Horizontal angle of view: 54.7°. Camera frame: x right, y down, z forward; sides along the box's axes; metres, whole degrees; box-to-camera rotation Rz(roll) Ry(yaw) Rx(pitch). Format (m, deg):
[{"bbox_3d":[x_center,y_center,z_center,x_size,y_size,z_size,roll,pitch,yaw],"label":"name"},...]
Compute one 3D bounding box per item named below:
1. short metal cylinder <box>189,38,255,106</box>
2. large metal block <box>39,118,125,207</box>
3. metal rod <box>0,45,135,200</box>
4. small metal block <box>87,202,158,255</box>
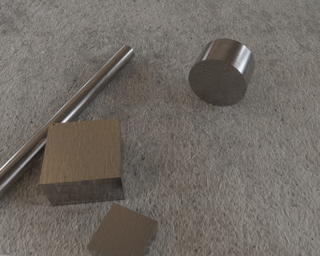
[{"bbox_3d":[0.087,-0.077,0.433,0.080,0.080,0.050,19,53,14],"label":"short metal cylinder"},{"bbox_3d":[-0.084,0.038,0.354,0.081,0.050,0.080,-4,50,-4],"label":"large metal block"},{"bbox_3d":[-0.122,-0.023,0.420,0.025,0.025,0.301,22,53,17],"label":"metal rod"},{"bbox_3d":[-0.036,0.110,0.310,0.050,0.025,0.050,19,52,15],"label":"small metal block"}]
